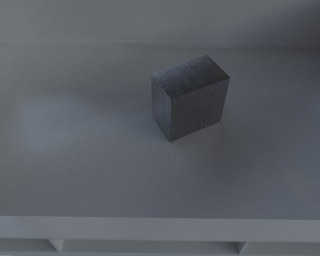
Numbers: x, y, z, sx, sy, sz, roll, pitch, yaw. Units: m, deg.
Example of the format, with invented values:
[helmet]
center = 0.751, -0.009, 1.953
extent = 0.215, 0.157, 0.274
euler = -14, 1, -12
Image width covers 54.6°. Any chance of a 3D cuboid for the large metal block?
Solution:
[large metal block]
center = 0.037, -0.037, 0.401
extent = 0.081, 0.080, 0.050
euler = -22, 54, -17
